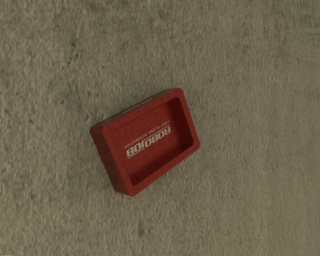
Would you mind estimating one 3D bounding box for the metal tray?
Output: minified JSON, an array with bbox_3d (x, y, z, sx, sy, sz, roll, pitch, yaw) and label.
[{"bbox_3d":[-0.012,0.013,0.390,0.131,0.030,0.090,-31,109,-35],"label":"metal tray"}]
